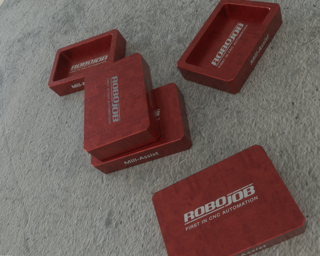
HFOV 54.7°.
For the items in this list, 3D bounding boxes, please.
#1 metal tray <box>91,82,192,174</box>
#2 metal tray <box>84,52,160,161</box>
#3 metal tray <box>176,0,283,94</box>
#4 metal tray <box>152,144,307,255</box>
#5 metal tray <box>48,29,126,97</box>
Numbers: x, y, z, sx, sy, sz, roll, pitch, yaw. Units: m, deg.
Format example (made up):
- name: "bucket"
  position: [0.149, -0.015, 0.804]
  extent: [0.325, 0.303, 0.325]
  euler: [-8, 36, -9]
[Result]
- name: "metal tray"
  position: [-0.029, 0.001, 0.415]
  extent: [0.130, 0.030, 0.090]
  euler: [-18, 54, 17]
- name: "metal tray"
  position: [-0.054, -0.031, 0.409]
  extent: [0.090, 0.030, 0.130]
  euler: [-20, 54, 16]
- name: "metal tray"
  position: [0.094, -0.115, 0.421]
  extent: [0.090, 0.030, 0.130]
  euler: [25, 75, 36]
- name: "metal tray"
  position: [0.064, 0.085, 0.315]
  extent: [0.130, 0.030, 0.090]
  euler: [-28, 52, 10]
- name: "metal tray"
  position: [-0.125, -0.112, 0.534]
  extent: [0.130, 0.030, 0.090]
  euler: [-12, 57, 21]
